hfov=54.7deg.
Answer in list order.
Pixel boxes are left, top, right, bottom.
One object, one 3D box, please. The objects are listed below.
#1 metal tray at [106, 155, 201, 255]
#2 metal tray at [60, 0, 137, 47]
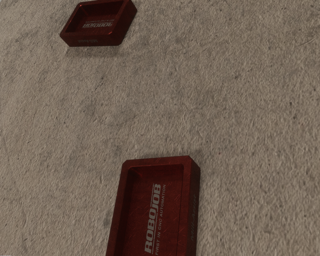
[{"bbox_3d":[-0.006,0.098,0.342,0.090,0.030,0.130,-7,59,24],"label":"metal tray"},{"bbox_3d":[-0.116,-0.197,0.580,0.130,0.030,0.090,8,65,31],"label":"metal tray"}]
